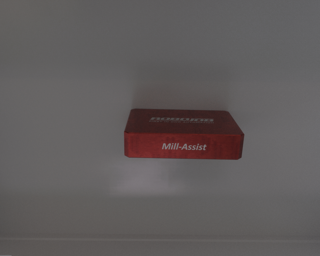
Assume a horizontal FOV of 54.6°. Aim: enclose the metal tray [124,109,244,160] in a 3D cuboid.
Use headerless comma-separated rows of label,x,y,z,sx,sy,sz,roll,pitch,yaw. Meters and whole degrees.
metal tray,0.026,0.005,0.378,0.131,0.090,0.030,1,110,-1
